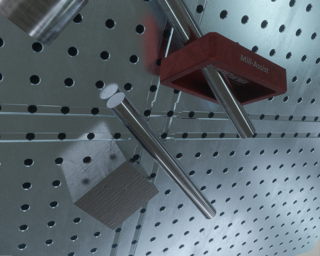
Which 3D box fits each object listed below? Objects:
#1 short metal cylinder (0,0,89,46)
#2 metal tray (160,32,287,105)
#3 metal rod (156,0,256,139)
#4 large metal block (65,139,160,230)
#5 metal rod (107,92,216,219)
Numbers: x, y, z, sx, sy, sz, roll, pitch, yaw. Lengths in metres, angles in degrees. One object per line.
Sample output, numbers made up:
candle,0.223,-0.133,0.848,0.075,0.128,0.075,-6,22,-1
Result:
short metal cylinder,-0.105,-0.113,0.248,0.050,0.080,0.080,-47,129,4
metal tray,0.077,-0.062,0.373,0.131,0.090,0.030,14,72,-34
metal rod,0.044,-0.092,0.356,0.025,0.025,0.300,-40,123,-1
large metal block,-0.062,0.075,0.408,0.080,0.050,0.080,-40,130,-1
metal rod,0.018,0.059,0.457,0.025,0.025,0.300,-39,130,-2
